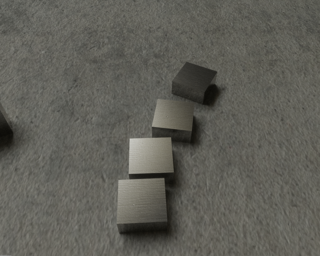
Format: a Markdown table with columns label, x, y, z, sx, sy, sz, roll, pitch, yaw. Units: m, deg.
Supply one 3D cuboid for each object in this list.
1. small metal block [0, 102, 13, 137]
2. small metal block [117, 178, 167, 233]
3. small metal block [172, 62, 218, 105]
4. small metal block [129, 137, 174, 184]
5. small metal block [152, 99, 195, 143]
| label | x | y | z | sx | sy | sz | roll | pitch | yaw |
| --- | --- | --- | --- | --- | --- | --- | --- | --- | --- |
| small metal block | -0.223 | -0.010 | 0.392 | 0.050 | 0.050 | 0.025 | -20 | 53 | -16 |
| small metal block | -0.019 | 0.083 | 0.333 | 0.050 | 0.025 | 0.050 | -2 | 50 | -2 |
| small metal block | 0.051 | -0.068 | 0.461 | 0.050 | 0.025 | 0.050 | 22 | 53 | 17 |
| small metal block | -0.011 | 0.039 | 0.370 | 0.050 | 0.025 | 0.050 | -2 | 50 | -2 |
| small metal block | 0.018 | -0.010 | 0.412 | 0.050 | 0.025 | 0.050 | 6 | 50 | 5 |
